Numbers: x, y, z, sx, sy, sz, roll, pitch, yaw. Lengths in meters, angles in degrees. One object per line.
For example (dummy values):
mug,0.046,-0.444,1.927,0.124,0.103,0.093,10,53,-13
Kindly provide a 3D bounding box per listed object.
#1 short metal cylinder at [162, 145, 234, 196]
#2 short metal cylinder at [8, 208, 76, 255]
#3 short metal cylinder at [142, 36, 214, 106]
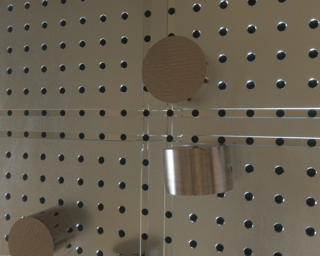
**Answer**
short metal cylinder,0.045,0.047,0.367,0.080,0.080,0.050,-5,89,20
short metal cylinder,-0.175,0.166,0.461,0.080,0.050,0.079,0,90,20
short metal cylinder,0.024,-0.070,0.391,0.080,0.050,0.079,0,90,19
